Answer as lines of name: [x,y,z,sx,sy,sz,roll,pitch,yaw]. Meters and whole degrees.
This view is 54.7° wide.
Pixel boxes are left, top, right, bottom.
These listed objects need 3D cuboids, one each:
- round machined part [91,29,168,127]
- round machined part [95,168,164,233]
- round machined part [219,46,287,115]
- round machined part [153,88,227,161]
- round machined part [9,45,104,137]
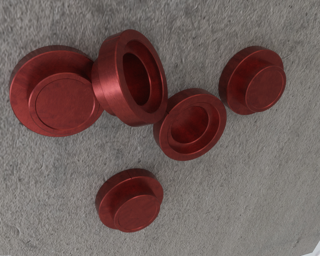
round machined part: [-0.034,-0.049,0.324,0.042,0.098,0.098,-11,136,28]
round machined part: [-0.039,0.109,0.442,0.099,0.042,0.097,-14,124,-21]
round machined part: [0.135,-0.061,0.431,0.099,0.042,0.097,-14,124,-21]
round machined part: [0.035,-0.008,0.410,0.099,0.042,0.097,-14,124,-21]
round machined part: [-0.101,-0.032,0.321,0.099,0.042,0.097,-14,124,-21]
